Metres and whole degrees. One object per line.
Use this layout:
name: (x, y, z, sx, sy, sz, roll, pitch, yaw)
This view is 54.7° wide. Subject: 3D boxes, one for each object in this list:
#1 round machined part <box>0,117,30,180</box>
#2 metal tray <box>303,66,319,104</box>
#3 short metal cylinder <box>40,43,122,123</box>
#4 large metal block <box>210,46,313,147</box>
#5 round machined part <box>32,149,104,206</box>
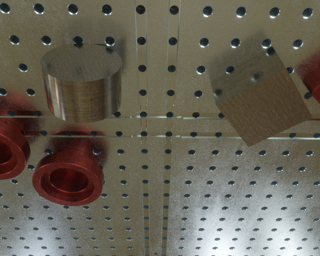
round machined part: (-0.225, 0.023, 0.418, 0.099, 0.042, 0.097, 0, 130, 0)
metal tray: (0.249, -0.063, 0.357, 0.090, 0.030, 0.130, 36, 121, -27)
short metal cylinder: (-0.082, -0.050, 0.332, 0.081, 0.080, 0.050, 4, 130, -4)
large metal block: (0.118, -0.034, 0.367, 0.080, 0.050, 0.080, -29, 125, 22)
round machined part: (-0.132, 0.069, 0.458, 0.099, 0.042, 0.097, 0, 130, 0)
